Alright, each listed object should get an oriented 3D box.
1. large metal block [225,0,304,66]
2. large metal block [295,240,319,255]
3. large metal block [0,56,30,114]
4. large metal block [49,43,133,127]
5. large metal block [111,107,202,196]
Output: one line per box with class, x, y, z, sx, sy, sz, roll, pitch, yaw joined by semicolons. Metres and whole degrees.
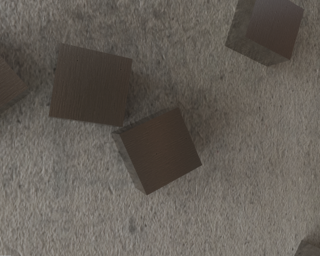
large metal block;0.152;-0.147;0.454;0.081;0.050;0.080;20;83;-19
large metal block;0.254;0.241;0.492;0.080;0.050;0.080;34;79;-17
large metal block;-0.198;-0.047;0.323;0.080;0.050;0.080;-41;104;-16
large metal block;-0.083;-0.046;0.365;0.081;0.050;0.080;9;87;-20
large metal block;-0.005;0.027;0.395;0.081;0.050;0.080;-26;99;-19
